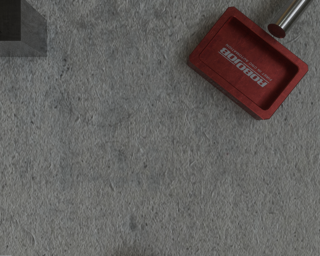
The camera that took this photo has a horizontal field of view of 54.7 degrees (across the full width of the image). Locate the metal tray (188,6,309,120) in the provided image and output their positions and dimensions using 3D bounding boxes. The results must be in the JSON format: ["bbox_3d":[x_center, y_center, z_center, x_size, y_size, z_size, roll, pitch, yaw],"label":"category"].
[{"bbox_3d":[0.113,-0.083,0.408,0.130,0.030,0.090,38,90,0],"label":"metal tray"}]

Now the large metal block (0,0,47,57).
[{"bbox_3d":[-0.194,-0.121,0.381,0.081,0.080,0.050,0,90,0],"label":"large metal block"}]

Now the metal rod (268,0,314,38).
[{"bbox_3d":[0.238,-0.236,0.398,0.025,0.025,0.300,39,84,0],"label":"metal rod"}]
